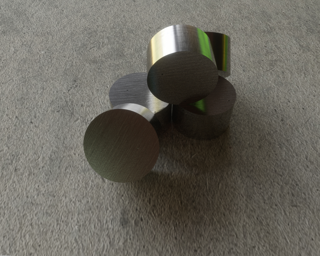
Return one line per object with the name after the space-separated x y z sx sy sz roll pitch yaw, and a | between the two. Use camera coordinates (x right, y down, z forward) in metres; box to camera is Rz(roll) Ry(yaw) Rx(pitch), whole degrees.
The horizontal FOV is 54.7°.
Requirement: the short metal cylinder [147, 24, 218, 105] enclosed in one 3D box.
0.025 -0.073 0.366 0.081 0.080 0.050 -1 50 -1 | short metal cylinder

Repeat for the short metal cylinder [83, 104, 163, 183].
-0.038 0.015 0.347 0.080 0.079 0.050 6 11 4 | short metal cylinder

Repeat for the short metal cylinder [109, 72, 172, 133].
-0.024 -0.029 0.412 0.081 0.050 0.080 0 50 0 | short metal cylinder

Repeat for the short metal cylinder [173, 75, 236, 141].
0.057 -0.030 0.413 0.081 0.050 0.080 0 50 0 | short metal cylinder

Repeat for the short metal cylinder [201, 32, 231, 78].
0.060 -0.100 0.445 0.081 0.080 0.050 0 88 0 | short metal cylinder
